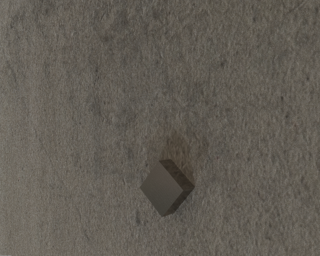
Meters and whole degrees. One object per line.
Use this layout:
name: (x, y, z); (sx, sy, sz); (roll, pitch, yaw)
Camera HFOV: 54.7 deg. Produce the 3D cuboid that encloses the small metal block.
small metal block: (0.008, 0.076, 0.396); (0.050, 0.025, 0.050); (48, 118, 29)
